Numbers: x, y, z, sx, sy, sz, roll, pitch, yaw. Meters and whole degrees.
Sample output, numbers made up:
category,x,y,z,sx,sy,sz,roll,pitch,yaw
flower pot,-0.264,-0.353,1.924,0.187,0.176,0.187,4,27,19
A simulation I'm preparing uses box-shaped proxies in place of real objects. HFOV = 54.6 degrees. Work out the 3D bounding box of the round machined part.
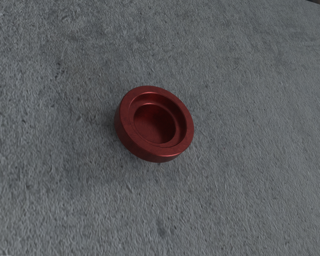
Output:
category,x,y,z,sx,sy,sz,roll,pitch,yaw
round machined part,-0.010,-0.001,0.388,0.099,0.042,0.098,13,56,-21
